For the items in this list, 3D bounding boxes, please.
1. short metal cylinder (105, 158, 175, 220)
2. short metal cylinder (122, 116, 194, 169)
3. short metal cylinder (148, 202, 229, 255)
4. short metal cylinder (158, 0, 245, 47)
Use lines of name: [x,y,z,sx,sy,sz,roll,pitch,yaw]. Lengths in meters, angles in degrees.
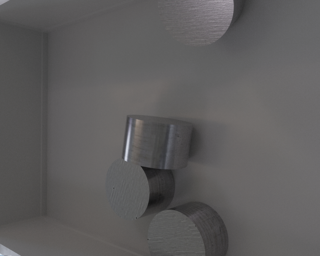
short metal cylinder: [-0.027,0.077,0.413,0.080,0.050,0.080,0,90,40]
short metal cylinder: [-0.003,0.015,0.374,0.080,0.081,0.050,13,99,39]
short metal cylinder: [0.032,0.131,0.364,0.080,0.050,0.080,0,90,40]
short metal cylinder: [0.045,-0.134,0.331,0.080,0.050,0.079,15,128,20]
